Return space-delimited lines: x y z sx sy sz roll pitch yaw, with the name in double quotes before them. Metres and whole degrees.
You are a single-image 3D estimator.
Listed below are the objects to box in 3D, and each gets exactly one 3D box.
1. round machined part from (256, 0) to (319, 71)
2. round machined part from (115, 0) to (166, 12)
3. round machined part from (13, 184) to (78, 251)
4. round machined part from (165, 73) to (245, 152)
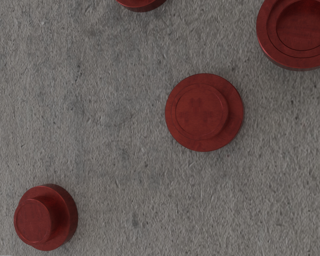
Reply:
"round machined part" 0.159 -0.111 0.344 0.098 0.042 0.097 0 90 20
"round machined part" -0.029 -0.209 0.410 0.098 0.042 0.097 0 90 20
"round machined part" -0.176 0.135 0.462 0.098 0.042 0.097 0 90 20
"round machined part" 0.052 -0.019 0.381 0.098 0.042 0.097 0 90 20
